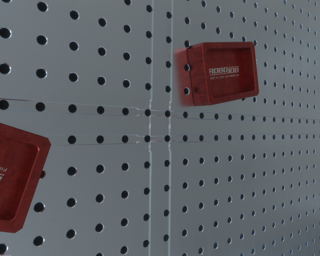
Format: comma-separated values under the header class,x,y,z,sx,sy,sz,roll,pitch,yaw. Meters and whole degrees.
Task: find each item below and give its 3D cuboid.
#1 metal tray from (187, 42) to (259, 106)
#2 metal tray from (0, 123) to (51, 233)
class,x,y,z,sx,sy,sz,roll,pitch,yaw
metal tray,0.104,-0.088,0.491,0.131,0.030,0.090,-14,99,-39
metal tray,-0.171,0.033,0.261,0.131,0.030,0.090,24,75,-37
